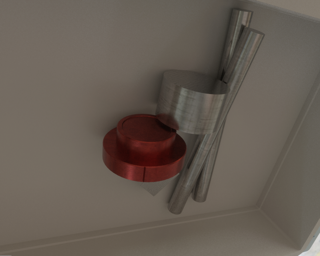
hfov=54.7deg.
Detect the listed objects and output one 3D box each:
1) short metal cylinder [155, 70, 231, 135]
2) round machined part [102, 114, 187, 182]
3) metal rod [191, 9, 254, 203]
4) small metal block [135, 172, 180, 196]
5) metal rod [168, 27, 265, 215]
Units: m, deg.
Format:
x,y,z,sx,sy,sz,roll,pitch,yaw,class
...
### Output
x,y,z,sx,sy,sz,roll,pitch,yaw,class
0.039,-0.033,0.375,0.081,0.080,0.050,-2,119,-28,short metal cylinder
-0.017,0.017,0.364,0.099,0.098,0.042,-7,122,-25,round machined part
0.083,-0.014,0.447,0.025,0.025,0.298,-7,122,-25,metal rod
-0.008,0.063,0.445,0.050,0.025,0.050,-42,130,0,small metal block
0.067,0.010,0.433,0.025,0.025,0.298,1,124,-29,metal rod
